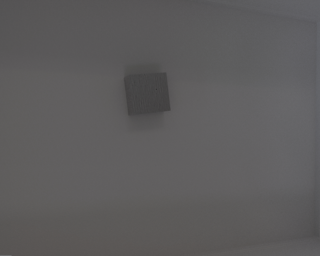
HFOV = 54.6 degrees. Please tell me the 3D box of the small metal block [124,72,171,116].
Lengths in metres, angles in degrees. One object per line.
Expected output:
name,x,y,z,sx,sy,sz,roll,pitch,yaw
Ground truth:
small metal block,-0.017,-0.044,0.404,0.050,0.025,0.050,-8,93,-20
